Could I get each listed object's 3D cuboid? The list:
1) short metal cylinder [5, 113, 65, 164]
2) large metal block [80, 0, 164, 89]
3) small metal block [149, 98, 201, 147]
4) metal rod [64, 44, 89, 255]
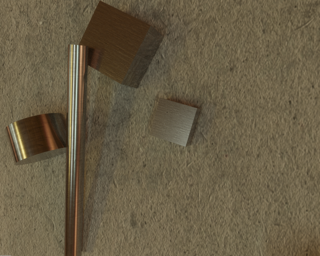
[{"bbox_3d":[-0.169,0.016,0.438,0.080,0.080,0.050,-21,83,18],"label":"short metal cylinder"},{"bbox_3d":[-0.054,-0.109,0.414,0.080,0.050,0.080,31,100,17],"label":"large metal block"},{"bbox_3d":[0.020,-0.008,0.401,0.050,0.025,0.050,18,96,18],"label":"small metal block"},{"bbox_3d":[-0.115,0.041,0.419,0.025,0.025,0.298,10,104,19],"label":"metal rod"}]
